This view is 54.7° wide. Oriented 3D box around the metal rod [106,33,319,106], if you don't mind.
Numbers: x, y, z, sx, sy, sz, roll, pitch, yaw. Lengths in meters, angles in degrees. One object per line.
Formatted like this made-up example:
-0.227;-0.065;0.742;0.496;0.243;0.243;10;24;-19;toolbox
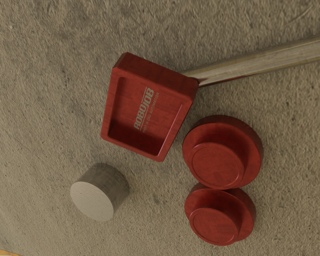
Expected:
0.063;-0.060;0.335;0.300;0.025;0.025;-9;114;32;metal rod

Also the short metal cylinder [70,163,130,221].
-0.097;0.104;0.504;0.080;0.050;0.079;13;124;20;short metal cylinder

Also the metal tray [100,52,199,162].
-0.018;-0.018;0.372;0.090;0.030;0.129;22;140;0;metal tray

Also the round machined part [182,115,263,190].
0.073;0.036;0.379;0.098;0.042;0.097;13;124;20;round machined part

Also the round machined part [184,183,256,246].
0.079;0.124;0.430;0.098;0.042;0.097;13;124;20;round machined part
